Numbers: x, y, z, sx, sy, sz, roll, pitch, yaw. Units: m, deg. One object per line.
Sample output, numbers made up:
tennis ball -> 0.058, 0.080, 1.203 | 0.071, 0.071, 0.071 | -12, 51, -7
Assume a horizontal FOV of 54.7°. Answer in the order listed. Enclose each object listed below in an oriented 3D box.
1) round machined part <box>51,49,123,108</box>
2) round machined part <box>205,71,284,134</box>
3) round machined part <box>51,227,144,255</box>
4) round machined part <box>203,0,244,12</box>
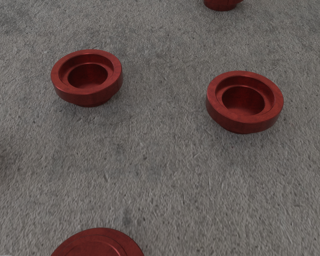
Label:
round machined part -> -0.102, -0.068, 0.448 | 0.099, 0.042, 0.098 | 0, 50, 0
round machined part -> 0.111, -0.030, 0.418 | 0.099, 0.042, 0.098 | 0, 50, 0
round machined part -> -0.059, 0.136, 0.277 | 0.099, 0.042, 0.098 | 0, 50, 0
round machined part -> 0.123, -0.270, 0.619 | 0.099, 0.042, 0.098 | 0, 50, 0
